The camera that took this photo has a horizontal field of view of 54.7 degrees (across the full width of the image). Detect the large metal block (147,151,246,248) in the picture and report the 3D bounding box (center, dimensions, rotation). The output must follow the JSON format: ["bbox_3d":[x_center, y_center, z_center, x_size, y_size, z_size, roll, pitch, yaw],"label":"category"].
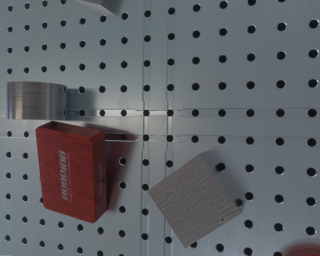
[{"bbox_3d":[0.046,0.085,0.383,0.080,0.050,0.080,-38,78,16],"label":"large metal block"}]

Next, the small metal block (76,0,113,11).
[{"bbox_3d":[-0.092,-0.202,0.445,0.050,0.025,0.050,21,97,18],"label":"small metal block"}]

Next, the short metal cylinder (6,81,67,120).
[{"bbox_3d":[-0.176,-0.037,0.445,0.080,0.080,0.050,1,90,20],"label":"short metal cylinder"}]

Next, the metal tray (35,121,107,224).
[{"bbox_3d":[-0.122,0.061,0.432,0.090,0.030,0.129,10,112,19],"label":"metal tray"}]

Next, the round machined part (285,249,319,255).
[{"bbox_3d":[0.174,0.190,0.342,0.098,0.042,0.097,0,90,20],"label":"round machined part"}]
